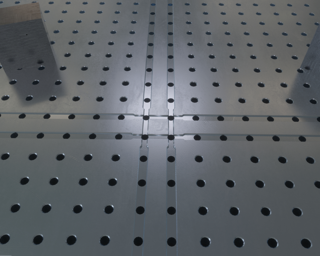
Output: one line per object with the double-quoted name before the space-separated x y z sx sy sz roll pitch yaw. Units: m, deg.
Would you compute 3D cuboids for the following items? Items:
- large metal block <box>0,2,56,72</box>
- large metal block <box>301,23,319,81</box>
"large metal block" -0.220 -0.144 0.492 0.081 0.080 0.050 -15 52 -12
"large metal block" 0.273 -0.109 0.465 0.050 0.080 0.080 -22 54 -18
